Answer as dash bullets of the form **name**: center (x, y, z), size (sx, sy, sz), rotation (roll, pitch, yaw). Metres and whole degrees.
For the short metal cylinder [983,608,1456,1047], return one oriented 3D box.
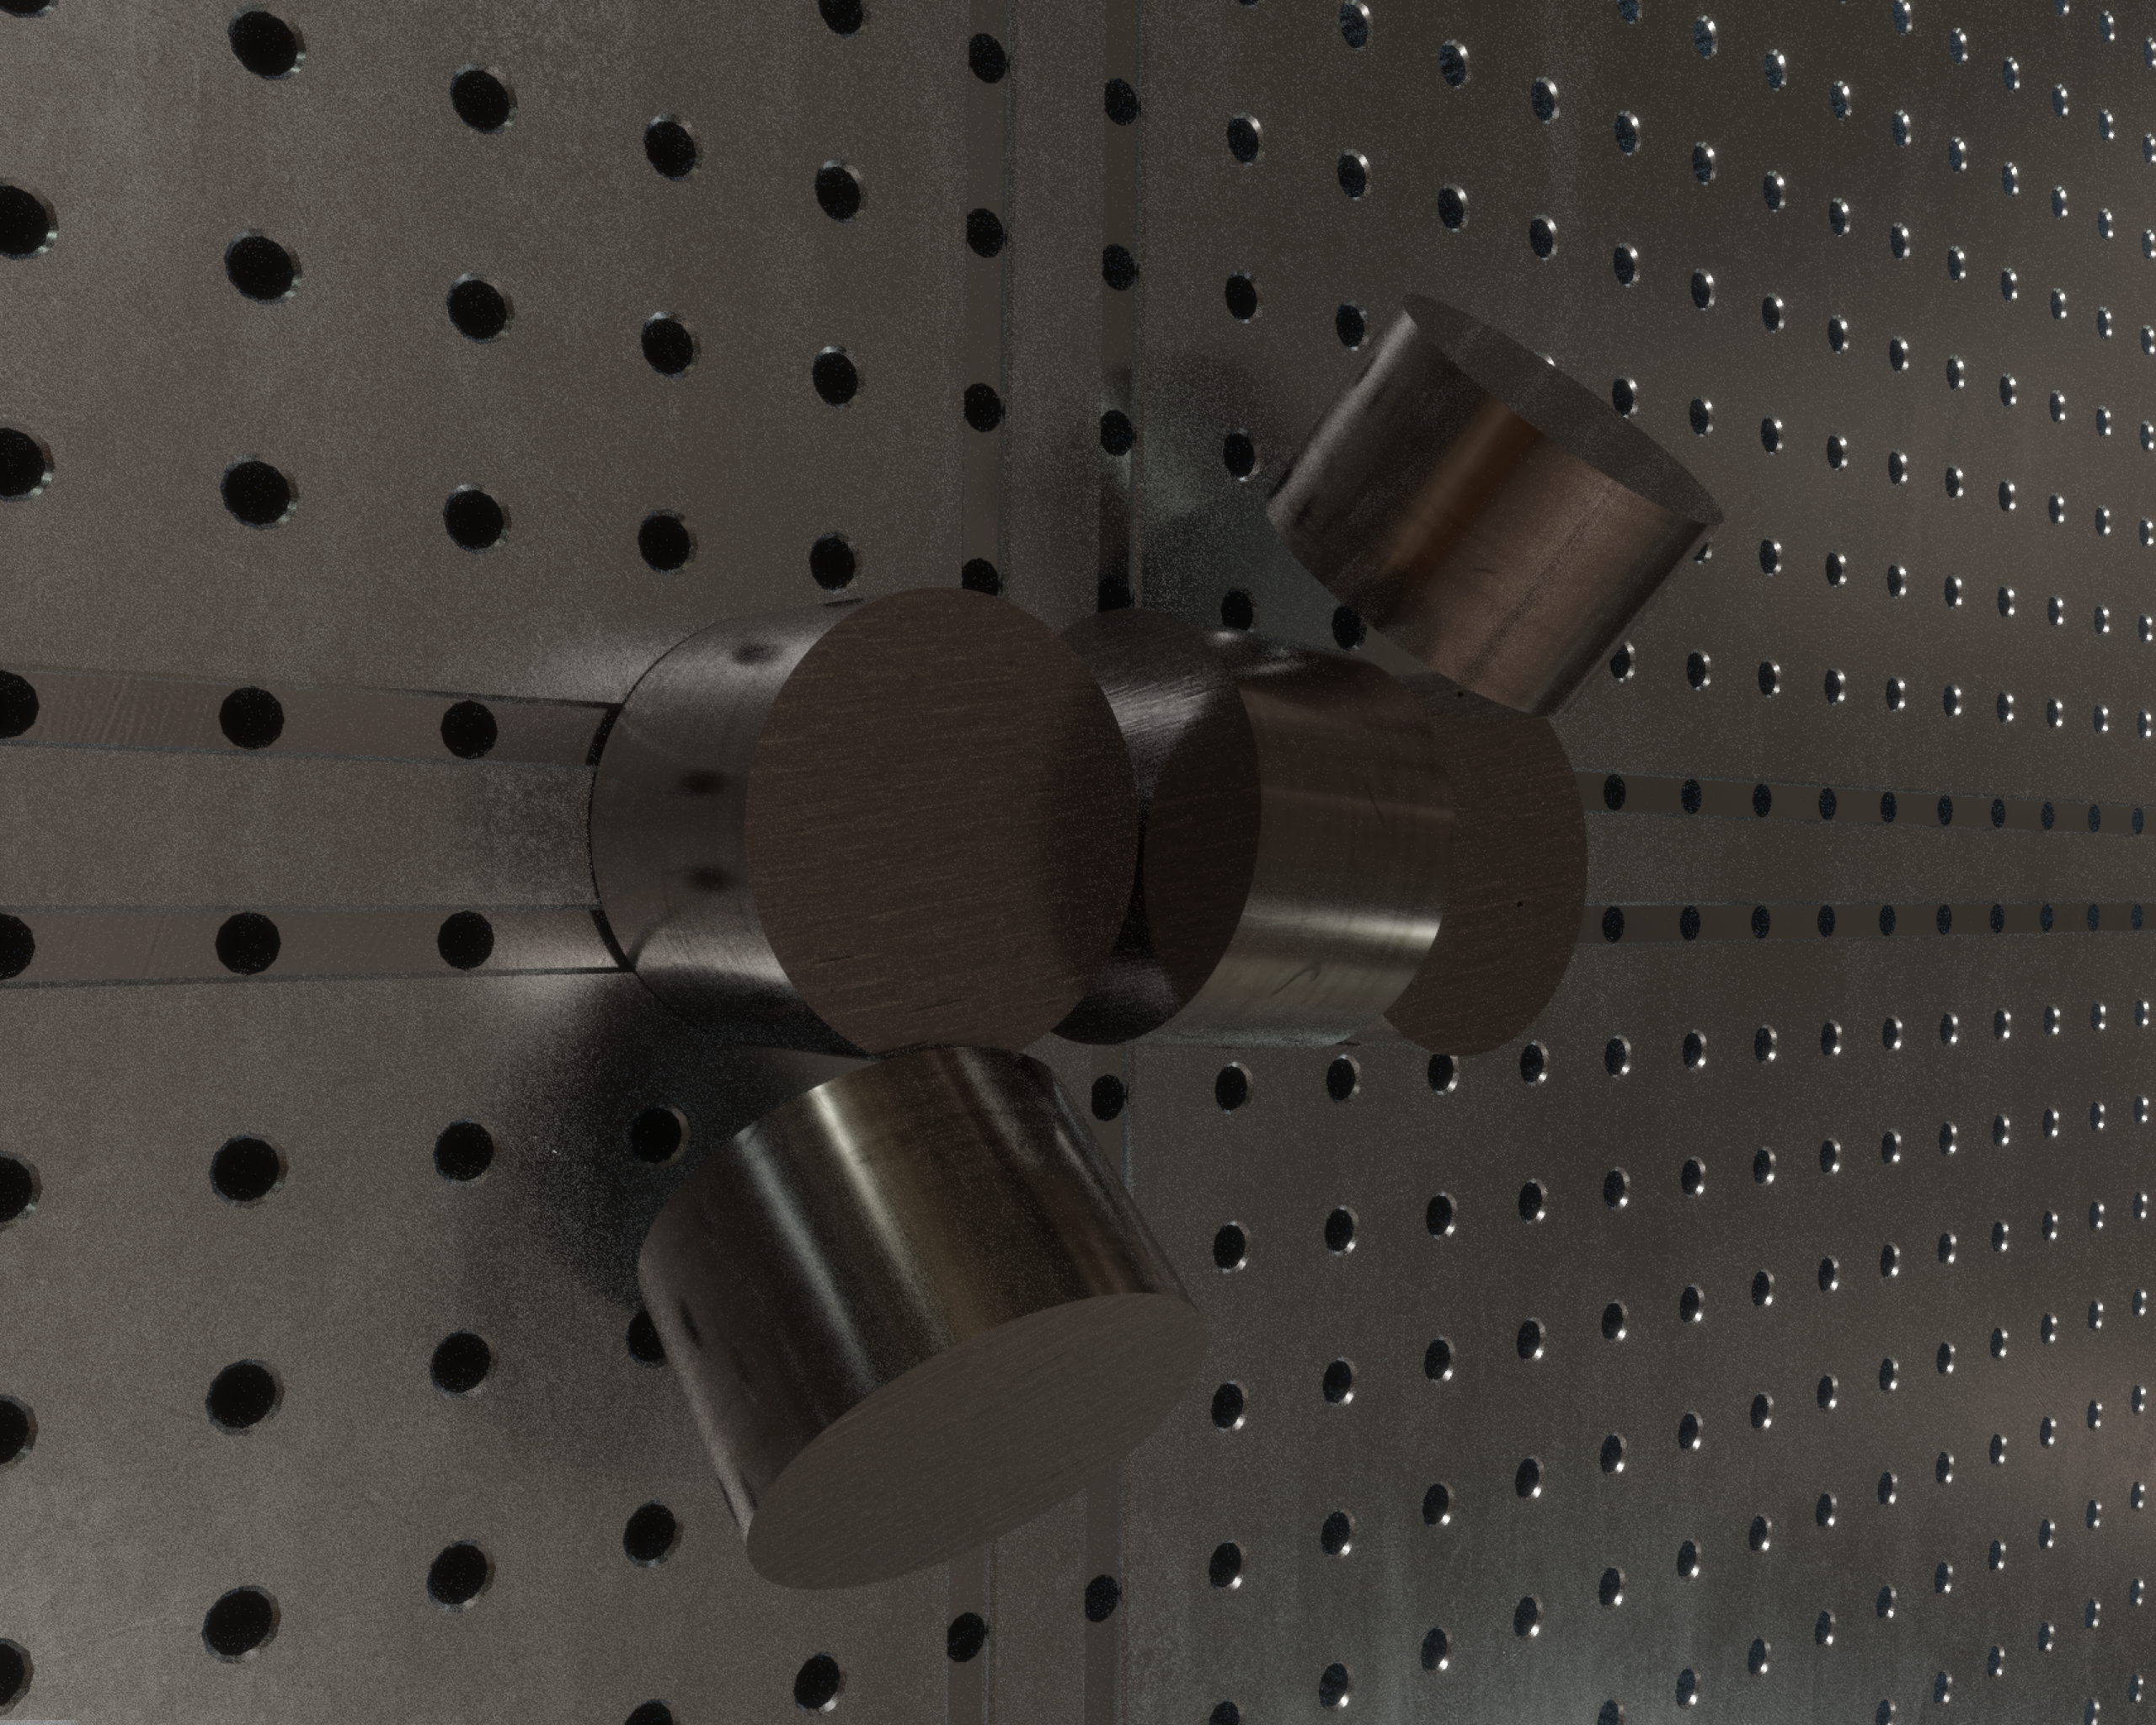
- **short metal cylinder**: center (0.024, -0.005, 0.395), size (0.050, 0.080, 0.080), rotation (6, 86, -40)

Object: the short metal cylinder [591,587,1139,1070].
- **short metal cylinder**: center (-0.036, -0.006, 0.363), size (0.081, 0.050, 0.079), rotation (0, 90, -40)

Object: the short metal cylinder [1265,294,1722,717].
- **short metal cylinder**: center (0.087, -0.075, 0.440), size (0.081, 0.080, 0.050), rotation (11, 125, -40)

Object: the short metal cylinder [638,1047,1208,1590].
- **short metal cylinder**: center (-0.026, 0.076, 0.346), size (0.081, 0.050, 0.080), rotation (-21, 144, -16)

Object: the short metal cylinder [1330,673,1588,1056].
- **short metal cylinder**: center (0.064, 0.000, 0.448), size (0.081, 0.050, 0.079), rotation (0, 90, -40)
